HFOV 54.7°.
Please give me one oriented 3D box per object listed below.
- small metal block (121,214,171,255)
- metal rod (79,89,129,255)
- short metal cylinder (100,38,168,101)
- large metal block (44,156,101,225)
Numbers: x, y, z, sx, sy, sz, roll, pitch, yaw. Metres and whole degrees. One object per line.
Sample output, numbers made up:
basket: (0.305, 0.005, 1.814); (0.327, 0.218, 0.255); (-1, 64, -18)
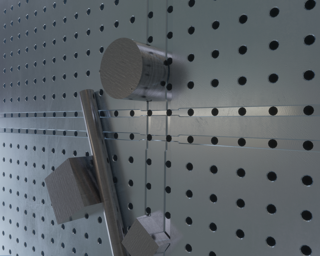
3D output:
small metal block: (-0.020, 0.157, 0.426); (0.050, 0.025, 0.050); (43, 116, 31)
metal rod: (-0.084, 0.083, 0.478); (0.025, 0.025, 0.299); (-24, 75, 37)
short metal cylinder: (-0.036, -0.078, 0.423); (0.080, 0.050, 0.079); (0, 90, 40)
large metal block: (-0.136, 0.100, 0.505); (0.080, 0.050, 0.080); (-37, 67, 34)
